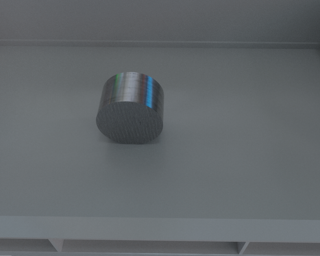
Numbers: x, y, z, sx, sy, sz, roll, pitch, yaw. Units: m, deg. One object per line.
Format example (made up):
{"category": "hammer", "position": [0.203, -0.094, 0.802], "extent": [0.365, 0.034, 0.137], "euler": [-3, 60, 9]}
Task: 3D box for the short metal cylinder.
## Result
{"category": "short metal cylinder", "position": [-0.036, -0.023, 0.389], "extent": [0.080, 0.080, 0.050], "euler": [1, 50, 1]}
